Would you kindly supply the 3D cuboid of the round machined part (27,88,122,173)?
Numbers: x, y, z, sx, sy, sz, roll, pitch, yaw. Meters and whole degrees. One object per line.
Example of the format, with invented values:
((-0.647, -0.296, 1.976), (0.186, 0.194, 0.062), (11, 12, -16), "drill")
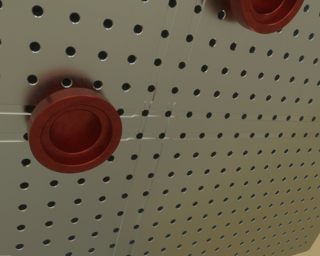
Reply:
((-0.096, -0.001, 0.348), (0.099, 0.042, 0.097), (-14, 125, -21), "round machined part")

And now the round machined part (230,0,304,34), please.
((0.124, -0.166, 0.367), (0.099, 0.042, 0.097), (-14, 125, -21), "round machined part")
